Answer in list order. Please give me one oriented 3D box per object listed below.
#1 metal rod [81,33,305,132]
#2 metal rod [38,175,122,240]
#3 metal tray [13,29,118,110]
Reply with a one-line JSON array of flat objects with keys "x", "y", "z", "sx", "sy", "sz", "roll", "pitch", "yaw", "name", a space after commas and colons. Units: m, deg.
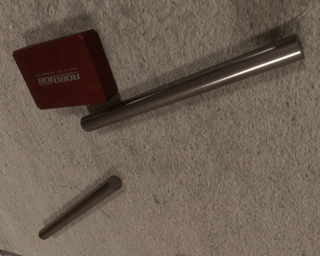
[{"x": 0.012, "y": -0.041, "z": 0.373, "sx": 0.300, "sy": 0.025, "sz": 0.025, "roll": -16, "pitch": 110, "yaw": 34, "name": "metal rod"}, {"x": -0.163, "y": 0.161, "z": 0.589, "sx": 0.025, "sy": 0.025, "sz": 0.299, "roll": 47, "pitch": 129, "yaw": -5, "name": "metal rod"}, {"x": -0.130, "y": -0.075, "z": 0.423, "sx": 0.130, "sy": 0.030, "sz": 0.089, "roll": -3, "pitch": 117, "yaw": 29, "name": "metal tray"}]
